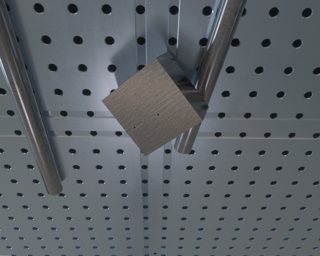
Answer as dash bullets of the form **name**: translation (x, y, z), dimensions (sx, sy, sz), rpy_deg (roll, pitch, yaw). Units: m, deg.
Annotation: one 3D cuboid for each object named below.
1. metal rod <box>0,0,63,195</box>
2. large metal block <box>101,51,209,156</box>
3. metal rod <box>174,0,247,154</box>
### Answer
- **metal rod**: translation (-0.167, -0.016, 0.395), dimensions (0.025, 0.025, 0.298), rpy_deg (0, 130, 0)
- **large metal block**: translation (-0.004, -0.028, 0.353), dimensions (0.080, 0.050, 0.080), rpy_deg (-34, 99, 25)
- **metal rod**: translation (0.061, -0.084, 0.341), dimensions (0.025, 0.025, 0.298), rpy_deg (9, 130, -8)
